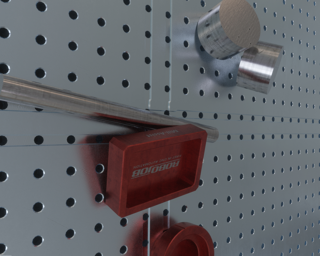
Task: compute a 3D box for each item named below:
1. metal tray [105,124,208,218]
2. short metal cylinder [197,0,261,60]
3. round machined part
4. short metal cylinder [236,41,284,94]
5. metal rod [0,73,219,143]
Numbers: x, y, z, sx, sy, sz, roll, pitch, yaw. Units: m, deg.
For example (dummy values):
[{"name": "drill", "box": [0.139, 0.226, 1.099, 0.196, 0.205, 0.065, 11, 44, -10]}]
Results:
[{"name": "metal tray", "box": [-0.001, 0.048, 0.386, 0.131, 0.030, 0.089, -10, 115, -39]}, {"name": "short metal cylinder", "box": [0.104, -0.150, 0.468, 0.081, 0.050, 0.080, 6, 78, -29]}, {"name": "round machined part", "box": [0.025, 0.177, 0.420, 0.099, 0.042, 0.097, 0, 90, -40]}, {"name": "short metal cylinder", "box": [0.164, -0.100, 0.506, 0.080, 0.050, 0.079, -51, 152, -40]}, {"name": "metal rod", "box": [-0.033, -0.014, 0.380, 0.302, 0.025, 0.025, 12, 83, -39]}]
